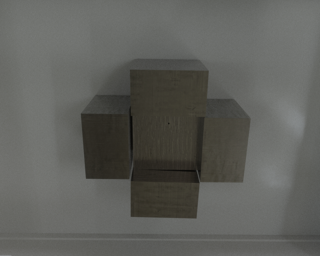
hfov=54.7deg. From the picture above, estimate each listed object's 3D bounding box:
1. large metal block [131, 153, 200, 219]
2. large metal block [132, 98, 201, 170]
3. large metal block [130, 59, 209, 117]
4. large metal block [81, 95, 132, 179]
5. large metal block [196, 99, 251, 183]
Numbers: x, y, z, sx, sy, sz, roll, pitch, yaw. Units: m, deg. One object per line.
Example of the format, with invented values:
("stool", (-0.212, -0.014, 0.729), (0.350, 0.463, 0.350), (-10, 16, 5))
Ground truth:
("large metal block", (0.005, 0.072, 0.407), (0.081, 0.080, 0.050), (2, 110, -1))
("large metal block", (0.008, 0.006, 0.398), (0.081, 0.050, 0.079), (1, 110, -1))
("large metal block", (0.009, -0.050, 0.362), (0.081, 0.080, 0.050), (1, 110, -1))
("large metal block", (-0.060, 0.008, 0.383), (0.050, 0.080, 0.079), (1, 110, 0))
("large metal block", (0.073, 0.013, 0.386), (0.050, 0.080, 0.079), (1, 110, 0))
